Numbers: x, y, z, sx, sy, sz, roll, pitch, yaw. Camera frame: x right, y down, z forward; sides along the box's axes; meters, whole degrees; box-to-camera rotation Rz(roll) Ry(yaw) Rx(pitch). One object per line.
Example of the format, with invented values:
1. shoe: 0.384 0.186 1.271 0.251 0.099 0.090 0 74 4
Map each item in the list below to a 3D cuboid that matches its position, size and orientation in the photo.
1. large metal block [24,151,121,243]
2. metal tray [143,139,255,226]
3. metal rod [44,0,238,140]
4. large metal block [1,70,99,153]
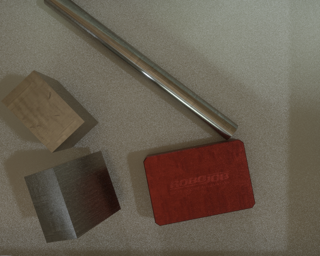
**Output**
1. large metal block: -0.103 0.080 0.376 0.050 0.080 0.080 -19 90 30
2. metal tray: 0.050 0.070 0.410 0.131 0.030 0.089 -11 90 -1
3. metal rod: -0.024 -0.084 0.411 0.301 0.025 0.025 37 90 -1
4. large metal block: -0.130 -0.019 0.382 0.050 0.080 0.080 -44 91 0
